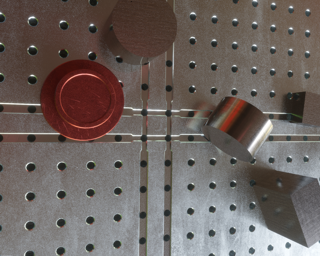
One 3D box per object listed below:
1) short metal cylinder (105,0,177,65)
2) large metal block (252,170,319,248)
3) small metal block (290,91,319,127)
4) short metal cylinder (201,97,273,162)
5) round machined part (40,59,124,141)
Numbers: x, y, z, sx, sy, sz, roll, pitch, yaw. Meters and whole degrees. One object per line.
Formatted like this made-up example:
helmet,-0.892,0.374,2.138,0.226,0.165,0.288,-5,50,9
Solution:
short metal cylinder,-0.025,-0.124,0.390,0.081,0.050,0.080,0,90,-20
large metal block,0.192,0.114,0.454,0.050,0.080,0.080,-24,98,-18
small metal block,0.243,-0.029,0.502,0.050,0.025,0.050,9,87,-20
short metal cylinder,0.104,0.002,0.421,0.080,0.080,0.050,41,77,-16
round machined part,-0.091,-0.033,0.370,0.099,0.042,0.097,0,90,-20
